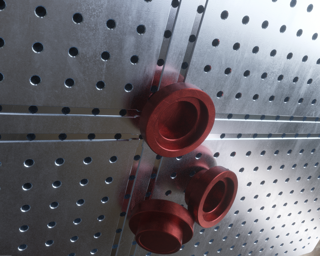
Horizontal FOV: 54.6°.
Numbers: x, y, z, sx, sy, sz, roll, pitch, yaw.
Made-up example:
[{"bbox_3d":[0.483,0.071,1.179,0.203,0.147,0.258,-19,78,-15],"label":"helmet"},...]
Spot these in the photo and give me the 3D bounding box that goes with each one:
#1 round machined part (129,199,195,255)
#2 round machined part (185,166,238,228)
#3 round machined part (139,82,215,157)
[{"bbox_3d":[0.001,0.153,0.463,0.098,0.042,0.097,6,132,7],"label":"round machined part"},{"bbox_3d":[0.078,0.105,0.495,0.099,0.042,0.097,-20,121,-37],"label":"round machined part"},{"bbox_3d":[0.019,-0.014,0.401,0.099,0.042,0.097,-14,124,-21],"label":"round machined part"}]
